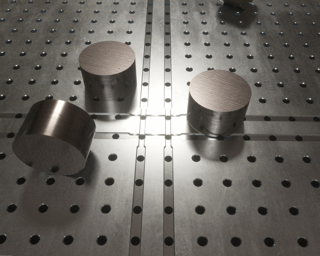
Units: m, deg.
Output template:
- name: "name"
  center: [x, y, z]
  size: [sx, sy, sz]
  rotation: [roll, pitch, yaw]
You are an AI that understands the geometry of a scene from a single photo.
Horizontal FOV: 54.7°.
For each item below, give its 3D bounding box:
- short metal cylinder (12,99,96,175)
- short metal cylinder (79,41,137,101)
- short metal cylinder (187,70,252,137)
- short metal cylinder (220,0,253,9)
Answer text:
- name: "short metal cylinder"
  center: [-0.120, 0.013, 0.360]
  size: [0.080, 0.080, 0.050]
  rotation: [4, 50, 3]
- name: "short metal cylinder"
  center: [-0.076, -0.086, 0.463]
  size: [0.081, 0.050, 0.080]
  rotation: [0, 50, 0]
- name: "short metal cylinder"
  center: [0.078, -0.034, 0.421]
  size: [0.081, 0.050, 0.080]
  rotation: [0, 50, 0]
- name: "short metal cylinder"
  center: [0.159, -0.284, 0.613]
  size: [0.050, 0.080, 0.080]
  rotation: [31, 57, 23]
